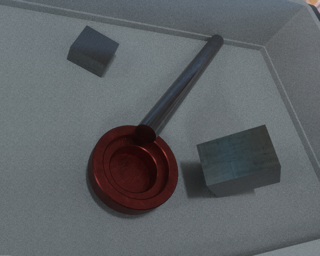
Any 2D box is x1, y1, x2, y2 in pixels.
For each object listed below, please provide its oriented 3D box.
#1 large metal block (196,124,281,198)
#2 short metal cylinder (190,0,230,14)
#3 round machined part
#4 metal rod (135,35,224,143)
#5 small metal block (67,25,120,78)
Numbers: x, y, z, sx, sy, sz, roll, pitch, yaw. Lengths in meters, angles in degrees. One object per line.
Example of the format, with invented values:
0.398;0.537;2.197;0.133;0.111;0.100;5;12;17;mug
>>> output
0.097;0.044;0.377;0.080;0.080;0.050;-18;64;13;large metal block
0.091;-0.266;0.587;0.081;0.080;0.050;1;61;-28;short metal cylinder
-0.032;0.049;0.348;0.099;0.042;0.098;14;56;-21;round machined part
0.044;-0.075;0.448;0.025;0.025;0.301;39;42;-3;metal rod
-0.090;-0.104;0.422;0.050;0.025;0.050;28;52;-11;small metal block
